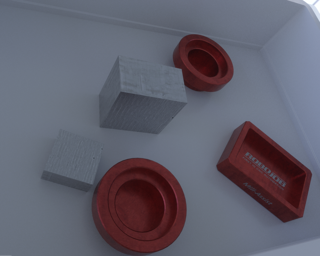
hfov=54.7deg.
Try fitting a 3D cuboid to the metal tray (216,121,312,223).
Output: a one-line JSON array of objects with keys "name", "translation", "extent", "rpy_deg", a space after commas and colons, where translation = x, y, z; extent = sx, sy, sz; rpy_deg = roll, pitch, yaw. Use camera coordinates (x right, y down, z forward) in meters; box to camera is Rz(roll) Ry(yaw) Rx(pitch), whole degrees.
[{"name": "metal tray", "translation": [0.154, 0.061, 0.450], "extent": [0.130, 0.030, 0.090], "rpy_deg": [39, 51, -3]}]

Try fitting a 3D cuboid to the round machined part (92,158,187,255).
[{"name": "round machined part", "translation": [-0.024, 0.085, 0.331], "extent": [0.099, 0.042, 0.098], "rpy_deg": [14, 56, -21]}]

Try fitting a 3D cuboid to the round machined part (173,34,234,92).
[{"name": "round machined part", "translation": [0.064, -0.097, 0.490], "extent": [0.099, 0.042, 0.098], "rpy_deg": [14, 56, -21]}]

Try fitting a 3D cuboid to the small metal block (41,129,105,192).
[{"name": "small metal block", "translation": [-0.093, 0.035, 0.335], "extent": [0.050, 0.025, 0.050], "rpy_deg": [21, 54, -16]}]

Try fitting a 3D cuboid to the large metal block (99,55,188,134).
[{"name": "large metal block", "translation": [-0.024, -0.036, 0.381], "extent": [0.081, 0.080, 0.050], "rpy_deg": [7, 59, -25]}]
